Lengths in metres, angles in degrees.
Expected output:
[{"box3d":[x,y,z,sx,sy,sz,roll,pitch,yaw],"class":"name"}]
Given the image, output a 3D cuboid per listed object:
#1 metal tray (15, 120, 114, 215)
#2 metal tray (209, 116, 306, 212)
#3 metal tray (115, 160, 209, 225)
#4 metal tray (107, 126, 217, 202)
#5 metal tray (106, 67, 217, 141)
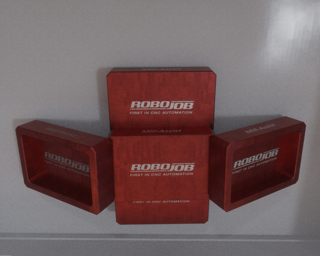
[{"box3d":[-0.120,0.046,0.390,0.130,0.030,0.089,12,114,26],"class":"metal tray"},{"box3d":[0.123,0.042,0.390,0.131,0.030,0.089,-13,113,-27],"class":"metal tray"},{"box3d":[0.003,0.090,0.439,0.131,0.030,0.089,-1,110,-1],"class":"metal tray"},{"box3d":[0.003,0.046,0.392,0.131,0.030,0.089,-1,110,0],"class":"metal tray"},{"box3d":[0.002,-0.030,0.395,0.131,0.030,0.089,-1,110,-1],"class":"metal tray"}]
